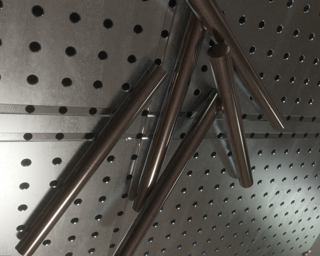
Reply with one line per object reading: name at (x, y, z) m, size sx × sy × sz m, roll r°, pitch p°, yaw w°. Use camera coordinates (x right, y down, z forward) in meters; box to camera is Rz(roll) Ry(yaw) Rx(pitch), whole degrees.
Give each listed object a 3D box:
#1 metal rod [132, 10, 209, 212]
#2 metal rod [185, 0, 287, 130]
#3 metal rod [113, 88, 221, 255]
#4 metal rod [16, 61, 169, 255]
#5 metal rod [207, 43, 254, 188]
metal rod at (0.010, -0.010, 0.412) m, size 0.025 × 0.025 × 0.298 m, roll 3°, pitch 117°, yaw -30°
metal rod at (0.116, -0.072, 0.412) m, size 0.025 × 0.025 × 0.301 m, roll -47°, pitch 136°, yaw 5°
metal rod at (0.009, 0.079, 0.438) m, size 0.025 × 0.025 × 0.299 m, roll 28°, pitch 94°, yaw -38°
metal rod at (-0.089, 0.045, 0.391) m, size 0.025 × 0.025 × 0.299 m, roll 31°, pitch 101°, yaw -38°
metal rod at (0.111, 0.006, 0.452) m, size 0.025 × 0.025 × 0.299 m, roll -34°, pitch 137°, yaw -7°
